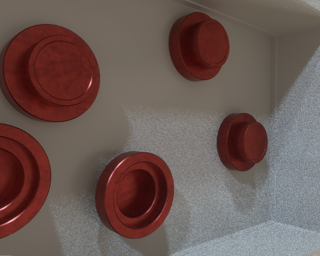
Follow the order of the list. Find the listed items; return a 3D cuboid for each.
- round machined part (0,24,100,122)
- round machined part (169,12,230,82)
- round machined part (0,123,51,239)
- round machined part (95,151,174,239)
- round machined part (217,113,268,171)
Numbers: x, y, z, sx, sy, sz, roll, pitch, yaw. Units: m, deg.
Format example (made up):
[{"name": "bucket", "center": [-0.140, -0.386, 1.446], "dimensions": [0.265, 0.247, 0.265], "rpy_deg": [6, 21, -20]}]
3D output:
[{"name": "round machined part", "center": [-0.103, -0.055, 0.309], "dimensions": [0.099, 0.042, 0.097], "rpy_deg": [0, 90, -40]}, {"name": "round machined part", "center": [0.063, -0.118, 0.448], "dimensions": [0.099, 0.042, 0.097], "rpy_deg": [0, 90, -40]}, {"name": "round machined part", "center": [-0.151, 0.044, 0.269], "dimensions": [0.099, 0.042, 0.097], "rpy_deg": [0, 90, -40]}, {"name": "round machined part", "center": [-0.033, 0.076, 0.368], "dimensions": [0.099, 0.042, 0.097], "rpy_deg": [0, 90, -40]}, {"name": "round machined part", "center": [0.143, 0.023, 0.515], "dimensions": [0.099, 0.042, 0.097], "rpy_deg": [0, 90, -40]}]
